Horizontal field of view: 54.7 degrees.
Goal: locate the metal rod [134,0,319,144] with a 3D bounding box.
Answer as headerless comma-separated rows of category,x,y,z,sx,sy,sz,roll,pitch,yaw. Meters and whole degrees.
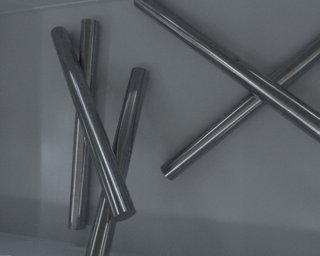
metal rod,0.077,-0.079,0.363,0.300,0.025,0.025,43,103,22

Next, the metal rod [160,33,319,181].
metal rod,0.118,-0.036,0.368,0.299,0.025,0.025,-41,77,15

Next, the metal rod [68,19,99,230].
metal rod,-0.110,-0.004,0.447,0.025,0.025,0.298,5,91,19

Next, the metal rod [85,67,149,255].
metal rod,-0.052,0.059,0.361,0.025,0.025,0.299,2,65,19

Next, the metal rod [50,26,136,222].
metal rod,-0.093,-0.027,0.387,0.025,0.025,0.299,-36,58,16
